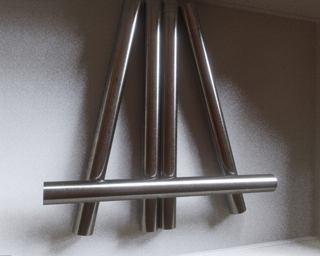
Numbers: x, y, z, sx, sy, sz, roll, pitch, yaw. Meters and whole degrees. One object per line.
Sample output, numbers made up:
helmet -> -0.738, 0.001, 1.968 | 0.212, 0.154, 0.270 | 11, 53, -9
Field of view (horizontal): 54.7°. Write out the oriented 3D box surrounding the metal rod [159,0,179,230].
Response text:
metal rod -> 0.011, -0.018, 0.413 | 0.025, 0.025, 0.298 | 1, 90, -20

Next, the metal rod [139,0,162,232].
metal rod -> -0.012, -0.017, 0.405 | 0.025, 0.025, 0.298 | 1, 90, -20

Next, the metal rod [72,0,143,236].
metal rod -> -0.064, -0.019, 0.386 | 0.025, 0.025, 0.298 | 13, 86, -20

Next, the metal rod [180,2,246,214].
metal rod -> 0.075, -0.023, 0.437 | 0.025, 0.025, 0.298 | -17, 96, -19

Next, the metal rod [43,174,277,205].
metal rod -> 0.016, 0.074, 0.387 | 0.302, 0.025, 0.025 | 1, 90, -20
